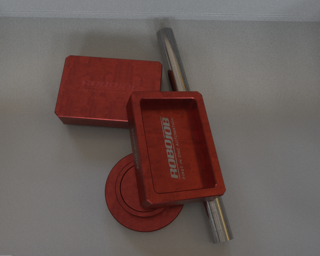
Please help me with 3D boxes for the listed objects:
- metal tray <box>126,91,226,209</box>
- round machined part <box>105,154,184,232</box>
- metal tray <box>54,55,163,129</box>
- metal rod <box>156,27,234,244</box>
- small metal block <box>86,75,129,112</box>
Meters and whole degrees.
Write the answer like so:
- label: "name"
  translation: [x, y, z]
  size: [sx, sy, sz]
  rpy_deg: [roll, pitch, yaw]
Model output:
- label: "metal tray"
  translation: [0.015, 0.021, 0.357]
  size: [0.091, 0.030, 0.130]
  rpy_deg: [-2, 67, -19]
- label: "round machined part"
  translation: [-0.017, 0.074, 0.373]
  size: [0.099, 0.042, 0.098]
  rpy_deg: [0, 70, -1]
- label: "metal tray"
  translation: [-0.065, -0.047, 0.416]
  size: [0.131, 0.030, 0.090]
  rpy_deg: [4, 70, 0]
- label: "metal rod"
  translation: [0.040, -0.005, 0.411]
  size: [0.025, 0.025, 0.299]
  rpy_deg: [-12, 71, -5]
- label: "small metal block"
  translation: [-0.070, -0.046, 0.426]
  size: [0.050, 0.025, 0.050]
  rpy_deg: [-14, 71, -5]
